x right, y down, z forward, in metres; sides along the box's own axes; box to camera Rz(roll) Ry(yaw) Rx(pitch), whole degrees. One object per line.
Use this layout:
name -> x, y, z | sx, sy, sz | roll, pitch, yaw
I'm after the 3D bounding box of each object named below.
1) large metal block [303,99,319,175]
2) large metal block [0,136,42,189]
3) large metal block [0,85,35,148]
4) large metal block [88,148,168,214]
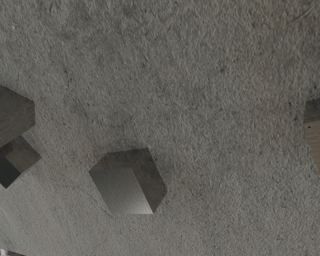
large metal block -> 0.192, 0.010, 0.296 | 0.080, 0.050, 0.080 | -14, 112, 33
large metal block -> -0.280, 0.055, 0.573 | 0.080, 0.050, 0.080 | 49, 129, -7
large metal block -> -0.262, -0.021, 0.496 | 0.080, 0.080, 0.050 | 25, 127, 12
large metal block -> -0.047, 0.081, 0.465 | 0.080, 0.050, 0.080 | -9, 114, 32
